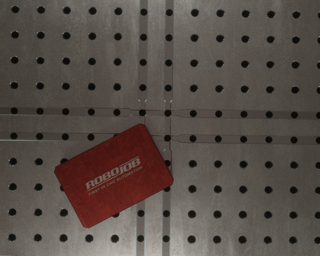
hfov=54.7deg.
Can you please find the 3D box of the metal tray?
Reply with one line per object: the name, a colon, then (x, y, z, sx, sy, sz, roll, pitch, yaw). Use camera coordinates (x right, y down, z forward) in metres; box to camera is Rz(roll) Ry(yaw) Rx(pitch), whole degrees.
metal tray: (-0.059, 0.061, 0.410, 0.130, 0.030, 0.090, -28, 90, -1)
